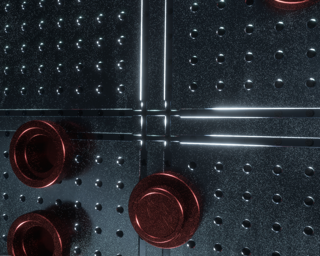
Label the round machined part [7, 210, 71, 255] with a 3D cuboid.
[{"bbox_3d":[-0.174,0.171,0.463,0.098,0.042,0.097,0,90,19],"label":"round machined part"}]

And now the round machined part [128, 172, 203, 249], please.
[{"bbox_3d":[0.003,0.108,0.402,0.098,0.042,0.097,0,90,19],"label":"round machined part"}]

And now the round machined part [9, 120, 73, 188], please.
[{"bbox_3d":[-0.170,0.037,0.462,0.098,0.042,0.097,0,90,19],"label":"round machined part"}]

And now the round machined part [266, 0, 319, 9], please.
[{"bbox_3d":[0.156,-0.190,0.349,0.098,0.042,0.097,0,90,19],"label":"round machined part"}]
